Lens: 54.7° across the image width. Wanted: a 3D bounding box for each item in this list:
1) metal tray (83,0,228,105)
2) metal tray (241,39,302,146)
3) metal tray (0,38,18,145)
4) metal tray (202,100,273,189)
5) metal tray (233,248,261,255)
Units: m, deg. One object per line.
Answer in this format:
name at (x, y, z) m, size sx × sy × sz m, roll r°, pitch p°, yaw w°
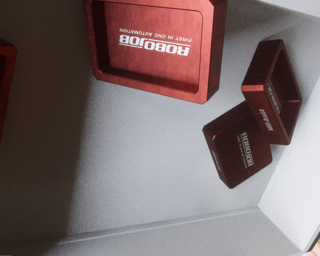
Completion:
metal tray at (-0.008, -0.080, 0.291) m, size 0.030 × 0.130 × 0.089 m, roll -44°, pitch 142°, yaw -48°
metal tray at (0.162, -0.047, 0.436) m, size 0.130 × 0.030 × 0.090 m, roll 49°, pitch 57°, yaw -39°
metal tray at (-0.181, -0.016, 0.266) m, size 0.090 × 0.030 × 0.129 m, roll -21°, pitch 136°, yaw -61°
metal tray at (0.127, 0.029, 0.492) m, size 0.090 × 0.030 × 0.130 m, roll -32°, pitch 129°, yaw -8°
metal tray at (0.175, 0.340, 0.713) m, size 0.090 × 0.030 × 0.130 m, roll 29°, pitch 102°, yaw -38°
